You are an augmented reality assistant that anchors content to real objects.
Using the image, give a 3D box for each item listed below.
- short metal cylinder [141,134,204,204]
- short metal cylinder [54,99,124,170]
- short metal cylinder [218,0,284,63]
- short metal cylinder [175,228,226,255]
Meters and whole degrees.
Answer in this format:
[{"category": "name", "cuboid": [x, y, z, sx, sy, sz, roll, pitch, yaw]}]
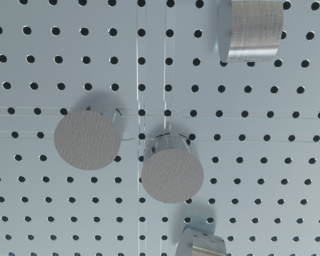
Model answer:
[{"category": "short metal cylinder", "cuboid": [0.016, 0.054, 0.420, 0.081, 0.050, 0.079, 0, 110, -1]}, {"category": "short metal cylinder", "cuboid": [-0.089, 0.008, 0.402, 0.081, 0.050, 0.079, 0, 110, -1]}, {"category": "short metal cylinder", "cuboid": [0.096, -0.114, 0.344, 0.050, 0.080, 0.079, -2, 110, 0]}, {"category": "short metal cylinder", "cuboid": [0.057, 0.195, 0.457, 0.050, 0.080, 0.079, 18, 109, -7]}]
